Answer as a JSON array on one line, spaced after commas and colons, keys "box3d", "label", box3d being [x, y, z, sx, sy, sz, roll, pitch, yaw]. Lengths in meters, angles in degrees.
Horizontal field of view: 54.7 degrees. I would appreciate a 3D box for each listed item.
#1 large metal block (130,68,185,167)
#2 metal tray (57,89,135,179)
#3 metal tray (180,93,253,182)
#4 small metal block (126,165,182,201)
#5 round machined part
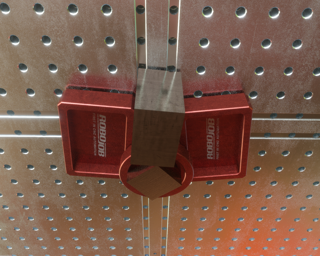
[{"box3d": [-0.005, -0.012, 0.360, 0.050, 0.080, 0.079, 5, 130, -4], "label": "large metal block"}, {"box3d": [-0.081, 0.013, 0.413, 0.091, 0.030, 0.129, 5, 130, -4], "label": "metal tray"}, {"box3d": [0.072, 0.018, 0.419, 0.091, 0.030, 0.129, -5, 130, 4], "label": "metal tray"}, {"box3d": [-0.007, 0.063, 0.405, 0.050, 0.025, 0.050, -32, 124, 24], "label": "small metal block"}, {"box3d": [-0.004, 0.049, 0.425, 0.099, 0.042, 0.097, 0, 130, 0], "label": "round machined part"}]
